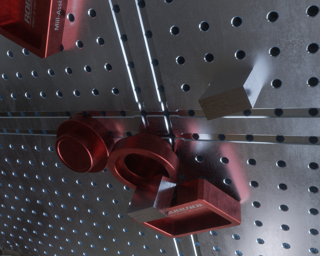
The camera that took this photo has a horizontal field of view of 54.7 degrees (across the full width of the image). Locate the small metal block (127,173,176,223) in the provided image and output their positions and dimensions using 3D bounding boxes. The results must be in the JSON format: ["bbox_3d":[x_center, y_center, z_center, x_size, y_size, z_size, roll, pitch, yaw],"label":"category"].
[{"bbox_3d":[-0.011,0.092,0.405,0.050,0.050,0.025,-26,121,39],"label":"small metal block"}]

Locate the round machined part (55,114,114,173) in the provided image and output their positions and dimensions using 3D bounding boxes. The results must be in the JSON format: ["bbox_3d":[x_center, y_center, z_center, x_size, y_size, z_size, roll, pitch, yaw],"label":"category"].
[{"bbox_3d":[-0.123,0.031,0.484,0.098,0.042,0.097,13,124,21],"label":"round machined part"}]

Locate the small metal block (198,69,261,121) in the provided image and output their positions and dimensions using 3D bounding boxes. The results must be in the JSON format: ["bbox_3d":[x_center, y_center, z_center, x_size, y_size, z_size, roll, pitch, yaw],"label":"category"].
[{"bbox_3d":[0.076,-0.036,0.333,0.050,0.050,0.025,-16,110,34],"label":"small metal block"}]

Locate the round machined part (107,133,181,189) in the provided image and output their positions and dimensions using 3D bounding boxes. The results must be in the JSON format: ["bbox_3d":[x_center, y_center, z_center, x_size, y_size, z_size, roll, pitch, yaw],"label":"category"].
[{"bbox_3d":[-0.019,0.045,0.427,0.098,0.042,0.097,10,137,10],"label":"round machined part"}]

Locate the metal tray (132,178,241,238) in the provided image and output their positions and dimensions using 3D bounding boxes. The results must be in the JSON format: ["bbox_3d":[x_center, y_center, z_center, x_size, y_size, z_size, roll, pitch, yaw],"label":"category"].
[{"bbox_3d":[0.035,0.118,0.438,0.130,0.030,0.090,-27,130,37],"label":"metal tray"}]

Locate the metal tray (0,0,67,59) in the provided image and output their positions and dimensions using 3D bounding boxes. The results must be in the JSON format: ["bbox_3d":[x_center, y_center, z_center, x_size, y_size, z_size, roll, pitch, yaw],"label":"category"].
[{"bbox_3d":[-0.165,-0.166,0.392,0.090,0.030,0.129,30,128,8],"label":"metal tray"}]
